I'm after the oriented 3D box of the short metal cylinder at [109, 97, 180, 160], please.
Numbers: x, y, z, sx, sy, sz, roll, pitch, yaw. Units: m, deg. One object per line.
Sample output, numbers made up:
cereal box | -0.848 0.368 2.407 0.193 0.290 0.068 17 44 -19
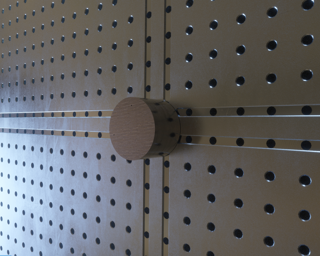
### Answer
short metal cylinder | -0.021 0.001 0.407 0.080 0.050 0.079 0 90 39
